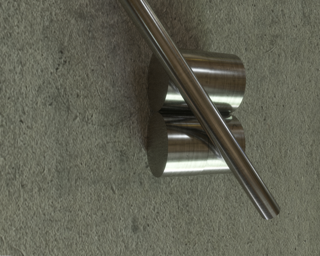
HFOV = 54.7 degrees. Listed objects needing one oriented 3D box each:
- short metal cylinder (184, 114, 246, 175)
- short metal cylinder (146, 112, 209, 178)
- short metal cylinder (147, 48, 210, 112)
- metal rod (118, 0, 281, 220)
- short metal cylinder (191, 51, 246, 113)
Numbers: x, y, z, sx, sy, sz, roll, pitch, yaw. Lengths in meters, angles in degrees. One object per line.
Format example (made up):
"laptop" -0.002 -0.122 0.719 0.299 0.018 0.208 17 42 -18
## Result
"short metal cylinder" 0.067 0.021 0.406 0.050 0.080 0.079 1 90 -20
"short metal cylinder" 0.019 0.021 0.388 0.050 0.080 0.079 1 90 -20
"short metal cylinder" 0.020 -0.060 0.389 0.050 0.080 0.079 1 90 -20
"metal rod" 0.050 -0.018 0.344 0.025 0.025 0.299 -38 103 -16
"short metal cylinder" 0.067 -0.059 0.406 0.050 0.080 0.079 1 90 -20
